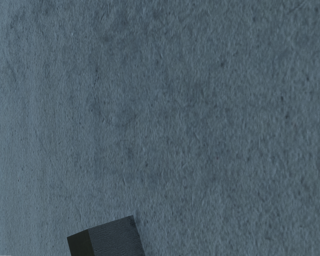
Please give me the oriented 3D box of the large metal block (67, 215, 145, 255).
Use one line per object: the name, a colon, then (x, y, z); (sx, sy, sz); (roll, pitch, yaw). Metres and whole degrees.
large metal block: (-0.070, 0.173, 0.424); (0.050, 0.081, 0.080); (-31, 71, 35)
